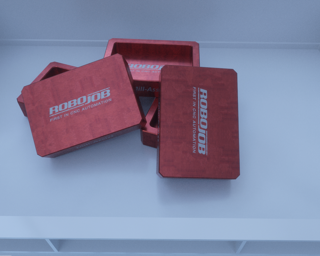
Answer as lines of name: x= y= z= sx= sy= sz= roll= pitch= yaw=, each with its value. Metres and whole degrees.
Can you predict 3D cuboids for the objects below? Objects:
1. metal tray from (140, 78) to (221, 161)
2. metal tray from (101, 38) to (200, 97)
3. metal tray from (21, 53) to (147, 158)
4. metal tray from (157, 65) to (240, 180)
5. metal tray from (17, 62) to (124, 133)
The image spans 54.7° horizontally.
metal tray: x=0.038 y=-0.024 z=0.420 sx=0.090 sy=0.030 sz=0.130 roll=15 pitch=51 yaw=12
metal tray: x=-0.011 y=-0.085 z=0.431 sx=0.131 sy=0.030 sz=0.090 roll=3 pitch=50 yaw=2
metal tray: x=-0.092 y=-0.025 z=0.376 sx=0.131 sy=0.030 sz=0.090 roll=-19 pitch=81 yaw=4
metal tray: x=0.044 y=-0.006 z=0.363 sx=0.091 sy=0.030 sz=0.129 roll=3 pitch=78 yaw=-6
metal tray: x=-0.115 y=-0.042 z=0.432 sx=0.131 sy=0.030 sz=0.090 roll=15 pitch=52 yaw=12
